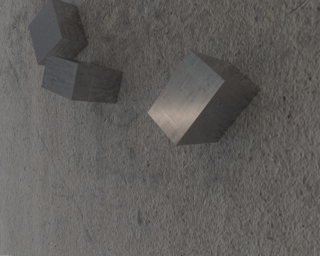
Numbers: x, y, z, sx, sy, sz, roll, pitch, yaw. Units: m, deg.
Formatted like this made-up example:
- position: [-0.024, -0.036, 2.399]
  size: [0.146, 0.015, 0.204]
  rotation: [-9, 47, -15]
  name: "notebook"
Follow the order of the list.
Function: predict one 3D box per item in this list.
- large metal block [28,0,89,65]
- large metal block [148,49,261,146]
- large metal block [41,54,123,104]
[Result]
- position: [-0.177, -0.161, 0.535]
  size: [0.080, 0.050, 0.080]
  rotation: [-30, 71, 36]
  name: "large metal block"
- position: [0.048, -0.029, 0.330]
  size: [0.050, 0.081, 0.080]
  rotation: [50, 119, 28]
  name: "large metal block"
- position: [-0.117, -0.073, 0.466]
  size: [0.080, 0.081, 0.050]
  rotation: [22, 104, 38]
  name: "large metal block"
